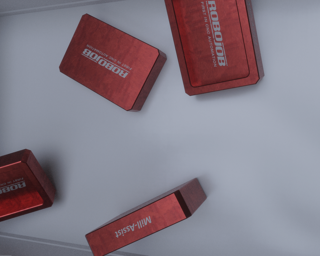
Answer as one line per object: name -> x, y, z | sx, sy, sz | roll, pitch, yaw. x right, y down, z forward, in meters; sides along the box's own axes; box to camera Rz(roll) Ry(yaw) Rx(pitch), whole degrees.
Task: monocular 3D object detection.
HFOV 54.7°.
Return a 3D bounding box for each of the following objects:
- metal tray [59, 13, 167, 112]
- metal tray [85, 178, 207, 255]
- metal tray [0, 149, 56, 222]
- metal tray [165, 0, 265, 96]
metal tray -> -0.068, -0.090, 0.431 | 0.130, 0.030, 0.090 | 30, 100, 17
metal tray -> -0.014, 0.108, 0.380 | 0.130, 0.090, 0.030 | -29, 81, 17
metal tray -> -0.230, 0.089, 0.441 | 0.131, 0.030, 0.090 | -17, 122, 0
metal tray -> 0.062, -0.109, 0.360 | 0.090, 0.030, 0.129 | -8, 102, 30
